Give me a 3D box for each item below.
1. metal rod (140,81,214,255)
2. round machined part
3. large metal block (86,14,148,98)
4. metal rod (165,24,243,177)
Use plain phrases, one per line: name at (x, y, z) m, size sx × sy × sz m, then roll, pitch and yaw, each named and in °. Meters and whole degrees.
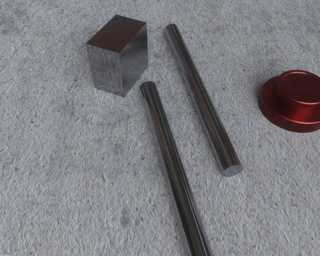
metal rod at (0.017, 0.053, 0.358) m, size 0.025 × 0.025 × 0.300 m, roll -10°, pitch 51°, yaw -9°
round machined part at (0.193, -0.044, 0.431) m, size 0.099 × 0.042 × 0.098 m, roll 0°, pitch 50°, yaw 0°
large metal block at (-0.059, -0.106, 0.456) m, size 0.050 × 0.080 × 0.080 m, roll 20°, pitch 53°, yaw 15°
metal rod at (0.053, -0.062, 0.455) m, size 0.025 × 0.025 × 0.300 m, roll -9°, pitch 51°, yaw -8°
